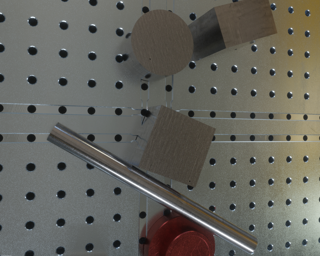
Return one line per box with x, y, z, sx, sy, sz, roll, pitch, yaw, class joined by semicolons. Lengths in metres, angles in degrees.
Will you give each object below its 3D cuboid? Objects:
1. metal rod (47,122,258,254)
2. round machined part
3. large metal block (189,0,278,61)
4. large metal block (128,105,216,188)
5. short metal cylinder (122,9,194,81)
-0.001;0.082;0.394;0.301;0.025;0.025;32;80;-11;metal rod
0.032;0.166;0.416;0.099;0.042;0.097;0;90;-20;round machined part
0.093;-0.132;0.418;0.081;0.080;0.050;-20;97;-19;large metal block
0.015;0.023;0.405;0.080;0.050;0.080;23;82;-19;large metal block
-0.004;-0.103;0.398;0.081;0.050;0.079;0;90;-20;short metal cylinder
